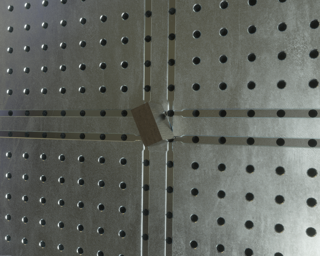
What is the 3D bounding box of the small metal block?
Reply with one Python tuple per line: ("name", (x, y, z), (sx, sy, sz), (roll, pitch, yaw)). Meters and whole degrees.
("small metal block", (-0.008, -0.004, 0.402), (0.025, 0.050, 0.050), (-24, 83, 18))
